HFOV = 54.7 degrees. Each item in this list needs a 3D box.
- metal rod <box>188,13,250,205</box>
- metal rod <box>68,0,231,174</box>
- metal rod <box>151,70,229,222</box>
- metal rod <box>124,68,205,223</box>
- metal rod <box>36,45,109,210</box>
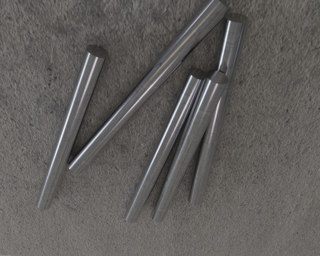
[{"bbox_3d":[0.068,0.002,0.409,0.025,0.025,0.298,3,130,-3],"label":"metal rod"},{"bbox_3d":[-0.032,-0.034,0.377,0.025,0.025,0.299,31,124,-23],"label":"metal rod"},{"bbox_3d":[0.029,0.048,0.433,0.025,0.025,0.298,10,134,-8],"label":"metal rod"},{"bbox_3d":[-0.003,0.046,0.445,0.025,0.025,0.298,14,129,-12],"label":"metal rod"},{"bbox_3d":[-0.129,0.020,0.423,0.025,0.025,0.298,19,128,-16],"label":"metal rod"}]
